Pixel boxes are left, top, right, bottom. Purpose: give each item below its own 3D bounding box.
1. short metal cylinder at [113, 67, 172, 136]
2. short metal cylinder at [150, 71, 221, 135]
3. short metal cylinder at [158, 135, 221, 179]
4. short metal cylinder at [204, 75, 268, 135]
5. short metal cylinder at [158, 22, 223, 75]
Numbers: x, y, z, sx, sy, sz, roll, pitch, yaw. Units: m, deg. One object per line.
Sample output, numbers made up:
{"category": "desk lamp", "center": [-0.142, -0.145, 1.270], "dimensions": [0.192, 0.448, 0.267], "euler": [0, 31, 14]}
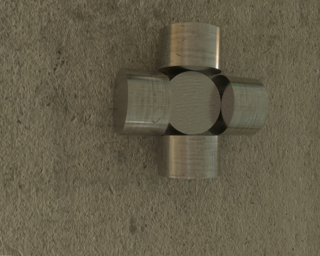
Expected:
{"category": "short metal cylinder", "center": [-0.024, -0.030, 0.373], "dimensions": [0.050, 0.080, 0.079], "euler": [2, 90, -20]}
{"category": "short metal cylinder", "center": [0.032, -0.031, 0.410], "dimensions": [0.081, 0.050, 0.079], "euler": [0, 90, -21]}
{"category": "short metal cylinder", "center": [0.037, 0.034, 0.396], "dimensions": [0.081, 0.080, 0.050], "euler": [0, 90, -20]}
{"category": "short metal cylinder", "center": [0.099, -0.030, 0.419], "dimensions": [0.050, 0.080, 0.079], "euler": [2, 90, -20]}
{"category": "short metal cylinder", "center": [0.038, -0.097, 0.395], "dimensions": [0.081, 0.080, 0.050], "euler": [2, 90, -20]}
